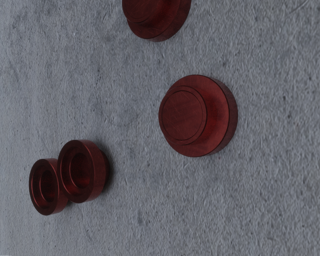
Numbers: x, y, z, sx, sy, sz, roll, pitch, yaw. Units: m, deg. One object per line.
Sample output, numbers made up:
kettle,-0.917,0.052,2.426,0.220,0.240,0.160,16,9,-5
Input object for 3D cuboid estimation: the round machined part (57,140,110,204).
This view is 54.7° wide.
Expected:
round machined part,-0.117,0.067,0.491,0.098,0.042,0.097,0,90,40

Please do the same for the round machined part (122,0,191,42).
round machined part,-0.011,-0.166,0.403,0.098,0.042,0.097,0,90,40

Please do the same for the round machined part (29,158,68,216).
round machined part,-0.188,0.102,0.550,0.098,0.042,0.097,0,90,40

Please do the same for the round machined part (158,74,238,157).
round machined part,0.037,-0.014,0.364,0.098,0.042,0.097,0,90,40
